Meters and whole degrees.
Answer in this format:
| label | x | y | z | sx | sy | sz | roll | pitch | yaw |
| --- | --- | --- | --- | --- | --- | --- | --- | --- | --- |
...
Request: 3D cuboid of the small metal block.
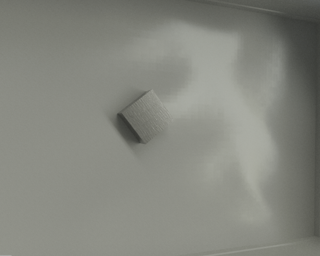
| label | x | y | z | sx | sy | sz | roll | pitch | yaw |
| --- | --- | --- | --- | --- | --- | --- | --- | --- | --- |
| small metal block | -0.018 | -0.014 | 0.404 | 0.050 | 0.025 | 0.050 | -40 | 103 | -16 |
